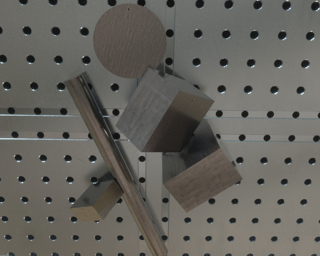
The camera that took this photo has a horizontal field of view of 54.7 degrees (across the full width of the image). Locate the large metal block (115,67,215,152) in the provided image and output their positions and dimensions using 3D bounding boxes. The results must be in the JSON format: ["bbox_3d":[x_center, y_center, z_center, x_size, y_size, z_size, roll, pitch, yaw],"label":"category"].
[{"bbox_3d":[0.007,-0.018,0.371,0.050,0.080,0.080,42,110,31],"label":"large metal block"}]

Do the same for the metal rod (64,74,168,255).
[{"bbox_3d":[-0.054,0.067,0.437,0.025,0.025,0.299,-21,109,7],"label":"metal rod"}]

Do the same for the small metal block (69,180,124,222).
[{"bbox_3d":[-0.087,0.100,0.426,0.050,0.050,0.025,-16,113,38],"label":"small metal block"}]

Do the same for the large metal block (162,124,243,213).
[{"bbox_3d":[0.050,0.050,0.403,0.080,0.080,0.050,-34,107,11],"label":"large metal block"}]

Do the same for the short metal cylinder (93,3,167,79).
[{"bbox_3d":[-0.033,-0.102,0.362,0.081,0.050,0.079,0,110,-1],"label":"short metal cylinder"}]
